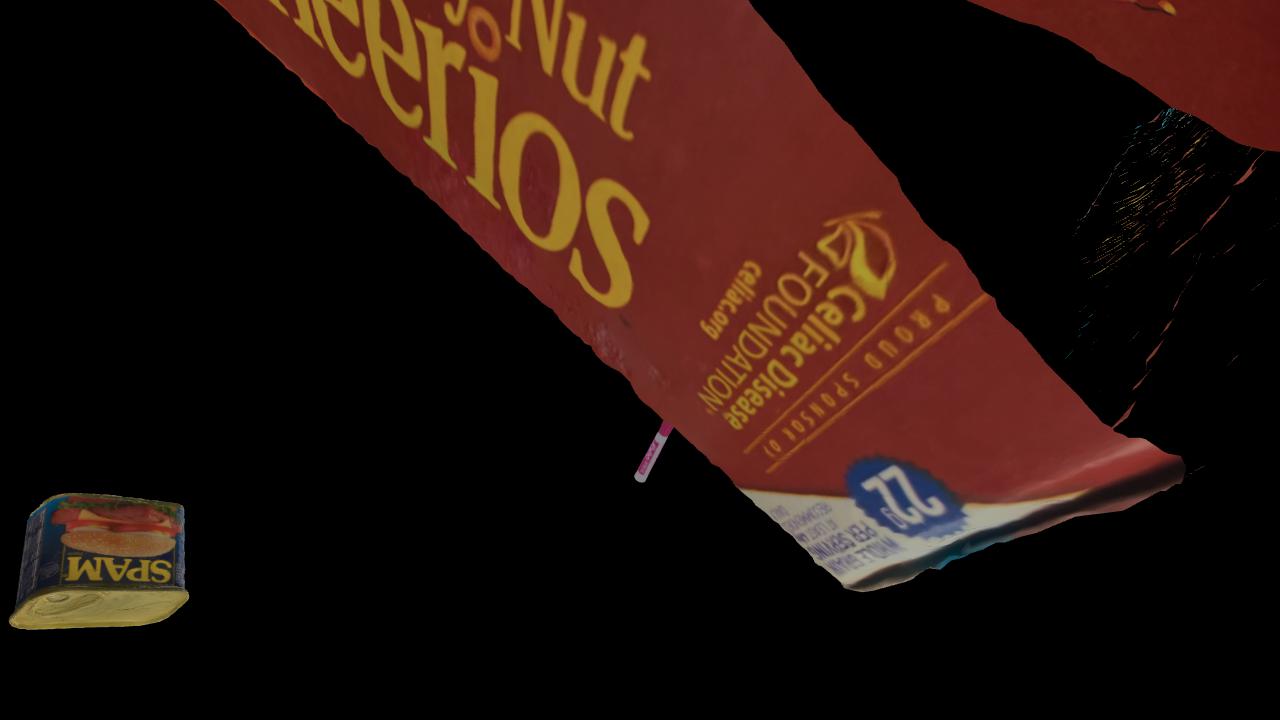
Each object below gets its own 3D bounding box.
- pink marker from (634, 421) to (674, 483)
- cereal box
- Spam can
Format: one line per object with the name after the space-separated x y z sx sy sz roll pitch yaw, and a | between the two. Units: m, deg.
0.022 0.132 0.905 0.020 0.121 0.020 19 29 -11 | pink marker
-0.005 -0.133 0.143 0.203 0.306 0.081 -42 -11 -31 | cereal box
-0.421 0.158 0.488 0.058 0.085 0.101 -37 -34 14 | Spam can
